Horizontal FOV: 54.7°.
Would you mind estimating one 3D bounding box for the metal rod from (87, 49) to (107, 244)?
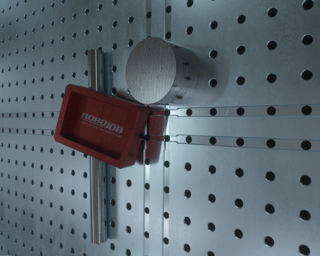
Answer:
[{"bbox_3d":[-0.099,0.028,0.487,0.025,0.025,0.298,-2,89,39],"label":"metal rod"}]

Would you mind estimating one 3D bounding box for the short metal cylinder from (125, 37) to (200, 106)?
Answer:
[{"bbox_3d":[0.003,-0.069,0.389,0.080,0.050,0.079,0,90,39],"label":"short metal cylinder"}]

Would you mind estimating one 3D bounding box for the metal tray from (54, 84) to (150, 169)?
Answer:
[{"bbox_3d":[-0.088,-0.005,0.451,0.130,0.030,0.089,19,97,24],"label":"metal tray"}]
